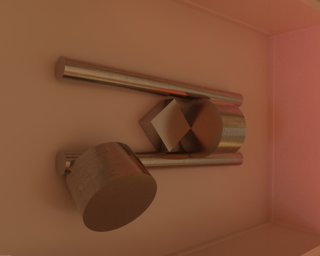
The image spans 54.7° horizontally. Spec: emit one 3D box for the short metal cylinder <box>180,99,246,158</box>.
[{"bbox_3d":[0.071,0.001,0.431,0.050,0.080,0.079,2,89,-40],"label":"short metal cylinder"}]

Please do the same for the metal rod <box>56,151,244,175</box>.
[{"bbox_3d":[0.013,0.044,0.417,0.302,0.025,0.025,4,88,-40],"label":"metal rod"}]

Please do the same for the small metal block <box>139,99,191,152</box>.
[{"bbox_3d":[0.007,-0.004,0.413,0.050,0.025,0.050,-45,118,-31],"label":"small metal block"}]

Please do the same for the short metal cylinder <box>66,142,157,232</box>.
[{"bbox_3d":[-0.051,0.061,0.325,0.081,0.050,0.079,-21,135,-23],"label":"short metal cylinder"}]

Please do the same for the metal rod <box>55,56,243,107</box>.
[{"bbox_3d":[0.012,-0.054,0.416,0.302,0.025,0.025,4,88,-40],"label":"metal rod"}]
